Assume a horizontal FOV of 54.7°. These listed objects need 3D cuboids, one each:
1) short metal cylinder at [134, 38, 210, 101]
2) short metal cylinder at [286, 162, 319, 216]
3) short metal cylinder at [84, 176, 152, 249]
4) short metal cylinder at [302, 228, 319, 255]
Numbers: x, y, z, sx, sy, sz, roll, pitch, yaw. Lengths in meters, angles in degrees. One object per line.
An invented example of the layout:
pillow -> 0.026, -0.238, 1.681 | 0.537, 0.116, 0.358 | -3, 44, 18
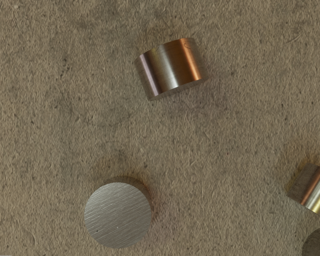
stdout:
short metal cylinder -> 0.014, -0.070, 0.382 | 0.080, 0.080, 0.050 | -20, 90, 0
short metal cylinder -> 0.207, 0.085, 0.384 | 0.080, 0.080, 0.050 | 32, 90, 0
short metal cylinder -> -0.051, 0.105, 0.397 | 0.081, 0.050, 0.080 | 0, 90, 0
short metal cylinder -> 0.234, 0.174, 0.399 | 0.081, 0.050, 0.080 | 0, 90, 0
